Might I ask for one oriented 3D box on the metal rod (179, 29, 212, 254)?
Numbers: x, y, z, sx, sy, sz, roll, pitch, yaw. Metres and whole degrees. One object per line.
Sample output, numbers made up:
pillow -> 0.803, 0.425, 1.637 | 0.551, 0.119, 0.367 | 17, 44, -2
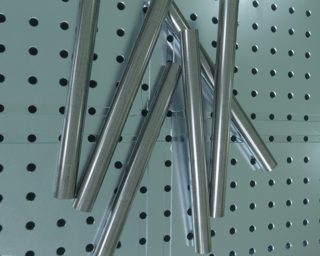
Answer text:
metal rod -> 0.049, 0.023, 0.417 | 0.025, 0.025, 0.298 | -7, 97, -20

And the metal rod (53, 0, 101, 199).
metal rod -> -0.097, -0.066, 0.376 | 0.025, 0.025, 0.299 | 8, 87, -20

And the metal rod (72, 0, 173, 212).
metal rod -> -0.042, -0.042, 0.382 | 0.025, 0.025, 0.299 | 21, 88, -19

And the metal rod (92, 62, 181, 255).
metal rod -> -0.032, 0.055, 0.400 | 0.025, 0.025, 0.299 | 23, 82, -19

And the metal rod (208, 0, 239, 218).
metal rod -> 0.084, -0.025, 0.421 | 0.025, 0.025, 0.298 | -1, 99, -20

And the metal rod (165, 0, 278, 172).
metal rod -> 0.082, -0.060, 0.442 | 0.025, 0.025, 0.300 | -39, 103, -16
